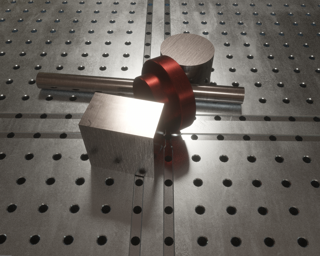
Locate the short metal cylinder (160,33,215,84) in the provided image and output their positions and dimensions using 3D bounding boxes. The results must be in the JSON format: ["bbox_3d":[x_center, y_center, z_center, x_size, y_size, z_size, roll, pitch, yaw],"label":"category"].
[{"bbox_3d":[0.041,-0.102,0.478,0.081,0.050,0.080,0,50,0],"label":"short metal cylinder"}]

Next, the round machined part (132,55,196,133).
[{"bbox_3d":[0.000,-0.039,0.392,0.042,0.097,0.098,-24,54,-22],"label":"round machined part"}]

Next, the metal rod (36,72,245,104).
[{"bbox_3d":[-0.030,-0.059,0.456,0.302,0.025,0.025,5,50,3],"label":"metal rod"}]

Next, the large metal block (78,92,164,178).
[{"bbox_3d":[-0.040,0.010,0.363,0.080,0.080,0.050,10,51,8],"label":"large metal block"}]

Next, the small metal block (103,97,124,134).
[{"bbox_3d":[-0.053,-0.014,0.403,0.050,0.050,0.025,9,51,7],"label":"small metal block"}]
